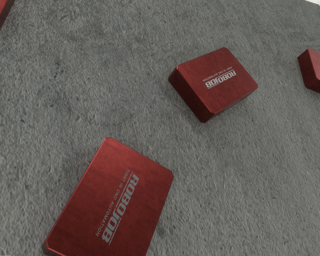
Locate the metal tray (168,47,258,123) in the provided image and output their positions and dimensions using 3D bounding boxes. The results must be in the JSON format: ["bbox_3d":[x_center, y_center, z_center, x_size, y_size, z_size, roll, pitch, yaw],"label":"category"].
[{"bbox_3d":[0.087,-0.072,0.491,0.131,0.030,0.090,-29,78,-37],"label":"metal tray"}]

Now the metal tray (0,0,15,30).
[{"bbox_3d":[-0.251,-0.164,0.364,0.131,0.030,0.090,16,55,-19],"label":"metal tray"}]

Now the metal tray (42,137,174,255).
[{"bbox_3d":[-0.047,0.084,0.324,0.090,0.030,0.130,31,52,-9],"label":"metal tray"}]

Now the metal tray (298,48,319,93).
[{"bbox_3d":[0.362,-0.110,0.662,0.131,0.030,0.090,16,55,-19],"label":"metal tray"}]
